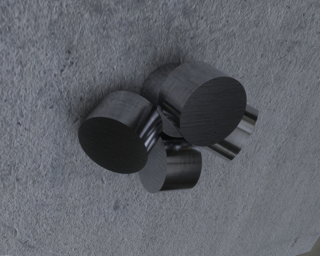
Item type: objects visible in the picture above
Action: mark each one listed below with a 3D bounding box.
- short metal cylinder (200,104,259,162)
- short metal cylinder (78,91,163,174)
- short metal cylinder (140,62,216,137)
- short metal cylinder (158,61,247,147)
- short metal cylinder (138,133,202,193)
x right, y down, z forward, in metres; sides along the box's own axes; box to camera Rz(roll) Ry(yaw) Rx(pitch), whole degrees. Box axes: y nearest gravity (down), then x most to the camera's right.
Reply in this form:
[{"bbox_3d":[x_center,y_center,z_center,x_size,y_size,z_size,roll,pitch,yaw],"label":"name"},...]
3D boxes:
[{"bbox_3d":[0.087,-0.002,0.414,0.050,0.080,0.080,29,106,2],"label":"short metal cylinder"},{"bbox_3d":[-0.043,0.005,0.347,0.080,0.050,0.079,12,131,14],"label":"short metal cylinder"},{"bbox_3d":[0.022,-0.035,0.384,0.081,0.050,0.079,-14,125,-21],"label":"short metal cylinder"},{"bbox_3d":[0.045,-0.027,0.336,0.081,0.050,0.079,-14,125,-21],"label":"short metal cylinder"},{"bbox_3d":[0.010,0.043,0.405,0.050,0.080,0.079,2,118,-30],"label":"short metal cylinder"}]
